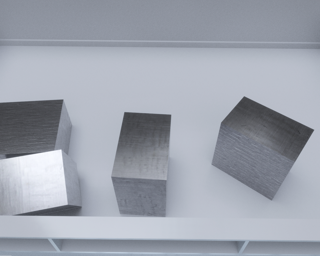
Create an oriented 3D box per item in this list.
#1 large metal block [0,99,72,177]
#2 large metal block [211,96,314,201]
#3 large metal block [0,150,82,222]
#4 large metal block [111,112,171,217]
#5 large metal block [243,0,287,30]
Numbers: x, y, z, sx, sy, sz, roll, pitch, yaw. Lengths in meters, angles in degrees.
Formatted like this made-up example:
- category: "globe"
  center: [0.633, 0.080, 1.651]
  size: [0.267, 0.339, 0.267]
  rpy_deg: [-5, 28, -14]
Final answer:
- category: "large metal block"
  center: [-0.157, 0.013, 0.377]
  size: [0.081, 0.050, 0.080]
  rpy_deg: [-3, 50, -3]
- category: "large metal block"
  center: [0.111, 0.024, 0.350]
  size: [0.080, 0.080, 0.050]
  rpy_deg: [31, 57, 23]
- category: "large metal block"
  center: [-0.128, 0.060, 0.309]
  size: [0.081, 0.080, 0.050]
  rpy_deg: [-9, 76, -8]
- category: "large metal block"
  center: [-0.016, 0.040, 0.335]
  size: [0.050, 0.080, 0.080]
  rpy_deg: [3, 50, 3]
- category: "large metal block"
  center: [0.204, -0.244, 0.578]
  size: [0.050, 0.080, 0.080]
  rpy_deg: [28, 55, 21]
